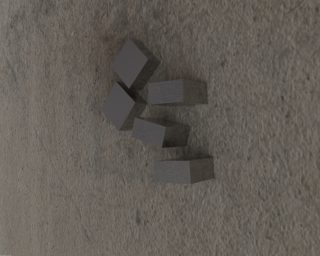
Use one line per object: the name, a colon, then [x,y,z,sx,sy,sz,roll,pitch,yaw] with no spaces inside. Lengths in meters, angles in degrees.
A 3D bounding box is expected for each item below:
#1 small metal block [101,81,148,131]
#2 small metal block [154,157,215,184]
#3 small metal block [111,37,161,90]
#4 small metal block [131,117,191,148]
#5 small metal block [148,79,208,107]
small metal block: [-0.052,-0.031,0.446,0.050,0.025,0.050,48,118,29]
small metal block: [0.029,0.049,0.363,0.050,0.050,0.025,-6,87,39]
small metal block: [-0.034,-0.088,0.431,0.050,0.025,0.050,52,120,27]
small metal block: [0.002,0.005,0.385,0.050,0.050,0.025,18,101,38]
small metal block: [0.022,-0.040,0.369,0.050,0.050,0.025,-1,89,39]
